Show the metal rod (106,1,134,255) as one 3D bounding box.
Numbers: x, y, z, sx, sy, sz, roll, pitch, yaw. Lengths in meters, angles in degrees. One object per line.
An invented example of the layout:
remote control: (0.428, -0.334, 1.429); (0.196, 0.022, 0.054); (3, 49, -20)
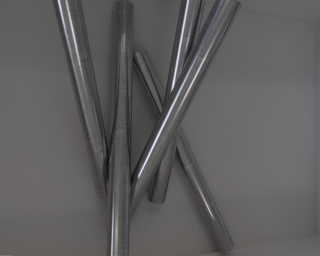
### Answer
metal rod: (-0.046, -0.008, 0.366); (0.025, 0.025, 0.299); (4, 79, -20)

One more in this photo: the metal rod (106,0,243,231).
metal rod: (0.006, 0.003, 0.345); (0.025, 0.025, 0.298); (20, 109, -19)

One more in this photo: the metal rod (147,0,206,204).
metal rod: (0.019, -0.043, 0.356); (0.025, 0.025, 0.298); (2, 113, -20)

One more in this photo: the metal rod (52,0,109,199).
metal rod: (-0.079, -0.051, 0.319); (0.025, 0.025, 0.298); (-16, 119, -19)

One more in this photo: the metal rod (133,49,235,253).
metal rod: (0.033, 0.038, 0.422); (0.025, 0.025, 0.299); (-28, 99, -18)
